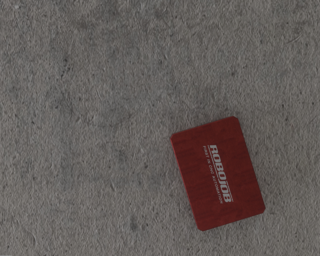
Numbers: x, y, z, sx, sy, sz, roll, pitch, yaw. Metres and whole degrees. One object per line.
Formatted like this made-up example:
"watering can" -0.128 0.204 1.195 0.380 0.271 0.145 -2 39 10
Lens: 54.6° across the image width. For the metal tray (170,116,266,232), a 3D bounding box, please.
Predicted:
"metal tray" 0.074 0.058 0.408 0.090 0.030 0.129 -17 90 0
